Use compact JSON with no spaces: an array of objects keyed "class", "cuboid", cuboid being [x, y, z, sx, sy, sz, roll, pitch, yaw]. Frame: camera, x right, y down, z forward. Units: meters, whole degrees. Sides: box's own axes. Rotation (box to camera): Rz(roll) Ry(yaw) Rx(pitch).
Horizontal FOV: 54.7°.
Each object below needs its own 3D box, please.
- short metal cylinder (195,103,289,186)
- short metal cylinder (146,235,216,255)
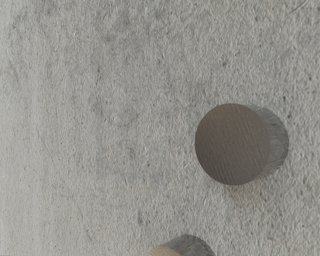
[{"class":"short metal cylinder","cuboid":[0.084,0.016,0.320,0.080,0.050,0.080,0,90,40]},{"class":"short metal cylinder","cuboid":[0.025,0.174,0.368,0.080,0.050,0.080,0,90,40]}]
